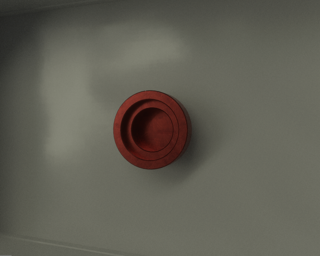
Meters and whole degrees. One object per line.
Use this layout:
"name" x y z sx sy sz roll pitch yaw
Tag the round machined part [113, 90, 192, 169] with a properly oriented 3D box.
"round machined part" -0.007 0.002 0.399 0.098 0.042 0.097 0 90 19
